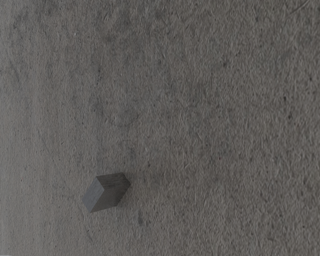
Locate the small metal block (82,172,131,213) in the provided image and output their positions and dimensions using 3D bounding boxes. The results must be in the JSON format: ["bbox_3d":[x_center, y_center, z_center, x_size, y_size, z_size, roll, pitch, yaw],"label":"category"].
[{"bbox_3d":[-0.079,0.094,0.455,0.025,0.050,0.050,49,119,29],"label":"small metal block"}]
